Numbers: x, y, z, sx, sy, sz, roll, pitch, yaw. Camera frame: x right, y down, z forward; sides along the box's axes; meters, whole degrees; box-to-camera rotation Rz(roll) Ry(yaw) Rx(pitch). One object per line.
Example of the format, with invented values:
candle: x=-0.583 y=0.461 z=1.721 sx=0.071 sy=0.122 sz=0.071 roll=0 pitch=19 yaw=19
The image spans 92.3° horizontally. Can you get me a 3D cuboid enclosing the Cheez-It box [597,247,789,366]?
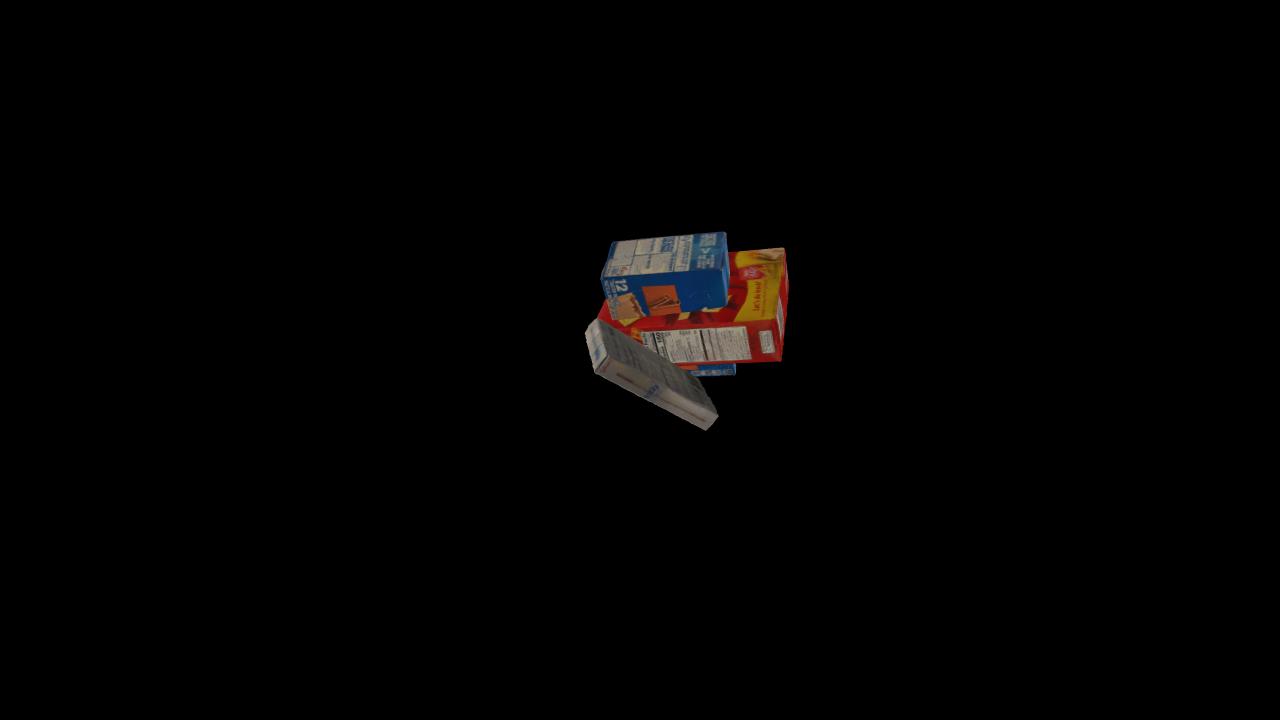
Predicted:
Cheez-It box: x=0.068 y=-0.066 z=0.768 sx=0.223 sy=0.071 sz=0.166 roll=-2 pitch=37 yaw=19

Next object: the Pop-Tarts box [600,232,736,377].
Pop-Tarts box: x=0.043 y=-0.062 z=0.757 sx=0.141 sy=0.167 sz=0.083 roll=-3 pitch=44 yaw=13

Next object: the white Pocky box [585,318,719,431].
white Pocky box: x=0.013 y=0.016 z=0.669 sx=0.154 sy=0.028 sz=0.084 roll=30 pitch=20 yaw=-27
